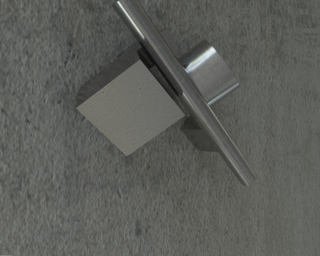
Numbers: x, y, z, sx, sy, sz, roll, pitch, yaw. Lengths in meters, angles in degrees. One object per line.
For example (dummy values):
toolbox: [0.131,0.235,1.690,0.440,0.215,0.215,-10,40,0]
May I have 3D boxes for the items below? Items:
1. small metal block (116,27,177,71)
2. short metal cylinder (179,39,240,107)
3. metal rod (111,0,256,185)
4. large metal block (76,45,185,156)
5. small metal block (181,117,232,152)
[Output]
small metal block: [-0.016,-0.094,0.378,0.050,0.050,0.025,-46,118,-30]
short metal cylinder: [0.063,-0.072,0.417,0.050,0.080,0.080,-37,121,12]
metal rod: [0.045,-0.029,0.381,0.300,0.025,0.025,51,60,-28]
large metal block: [-0.032,-0.029,0.341,0.080,0.050,0.080,-36,121,10]
small metal block: [0.067,0.009,0.445,0.050,0.050,0.025,48,61,-30]
